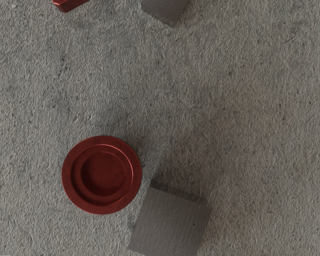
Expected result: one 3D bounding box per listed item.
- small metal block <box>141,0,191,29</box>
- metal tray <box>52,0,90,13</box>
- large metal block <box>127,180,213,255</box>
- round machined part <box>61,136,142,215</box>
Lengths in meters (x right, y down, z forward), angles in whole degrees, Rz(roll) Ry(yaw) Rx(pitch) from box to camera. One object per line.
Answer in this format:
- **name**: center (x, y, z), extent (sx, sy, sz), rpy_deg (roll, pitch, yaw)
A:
- **small metal block**: center (0.010, -0.169, 0.410), extent (0.050, 0.025, 0.050), rpy_deg (31, 90, -1)
- **metal tray**: center (-0.123, -0.231, 0.405), extent (0.090, 0.030, 0.130), rpy_deg (-29, 90, -1)
- **large metal block**: center (0.012, 0.121, 0.398), extent (0.080, 0.050, 0.080), rpy_deg (20, 90, -1)
- **round machined part**: center (-0.072, 0.058, 0.401), extent (0.099, 0.042, 0.097), rpy_deg (0, 90, -1)
